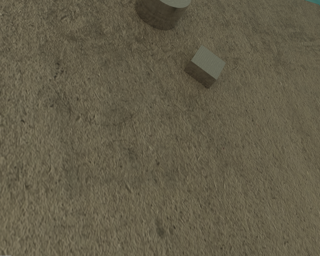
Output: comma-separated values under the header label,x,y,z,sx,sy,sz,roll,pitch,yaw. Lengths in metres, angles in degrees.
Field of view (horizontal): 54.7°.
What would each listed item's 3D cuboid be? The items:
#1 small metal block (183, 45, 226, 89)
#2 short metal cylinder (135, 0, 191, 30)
label,x,y,z,sx,sy,sz,roll,pitch,yaw
small metal block,0.073,-0.100,0.504,0.050,0.025,0.050,36,51,-5
short metal cylinder,0.004,-0.212,0.519,0.081,0.050,0.080,14,56,-21
